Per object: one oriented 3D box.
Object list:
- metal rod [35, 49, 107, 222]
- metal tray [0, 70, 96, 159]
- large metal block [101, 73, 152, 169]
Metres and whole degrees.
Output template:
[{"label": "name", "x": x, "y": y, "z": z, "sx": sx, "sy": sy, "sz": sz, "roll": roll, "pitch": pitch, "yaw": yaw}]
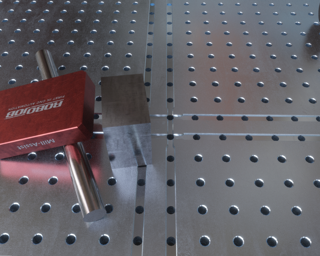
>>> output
[{"label": "metal rod", "x": -0.129, "y": -0.012, "z": 0.416, "sx": 0.025, "sy": 0.025, "sz": 0.300, "roll": -19, "pitch": 53, "yaw": -15}, {"label": "metal tray", "x": -0.150, "y": -0.017, "z": 0.391, "sx": 0.131, "sy": 0.030, "sz": 0.090, "roll": -12, "pitch": 55, "yaw": 9}, {"label": "large metal block", "x": -0.040, "y": -0.008, "z": 0.378, "sx": 0.050, "sy": 0.080, "sz": 0.080, "roll": -6, "pitch": 50, "yaw": -5}]
